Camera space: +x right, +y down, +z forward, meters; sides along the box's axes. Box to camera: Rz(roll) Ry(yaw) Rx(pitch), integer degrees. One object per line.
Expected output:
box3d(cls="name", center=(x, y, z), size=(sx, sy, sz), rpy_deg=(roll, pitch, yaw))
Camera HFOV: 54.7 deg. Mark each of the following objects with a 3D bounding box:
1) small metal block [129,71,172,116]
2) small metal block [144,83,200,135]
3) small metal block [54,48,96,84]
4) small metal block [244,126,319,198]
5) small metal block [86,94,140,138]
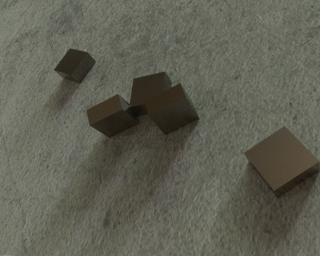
box3d(cls="small metal block", center=(-0.012, -0.048, 0.438), size=(0.050, 0.025, 0.050), rpy_deg=(-9, 58, 23))
box3d(cls="small metal block", center=(0.016, -0.022, 0.392), size=(0.050, 0.050, 0.025), rpy_deg=(-26, 53, 12))
box3d(cls="small metal block", center=(-0.151, -0.110, 0.548), size=(0.050, 0.025, 0.050), rpy_deg=(20, 72, 35))
box3d(cls="small metal block", center=(0.124, 0.035, 0.317), size=(0.050, 0.025, 0.050), rpy_deg=(-35, 52, 5))
box3d(cls="small metal block", center=(-0.064, -0.015, 0.427), size=(0.050, 0.050, 0.025), rpy_deg=(-25, 61, 13))
